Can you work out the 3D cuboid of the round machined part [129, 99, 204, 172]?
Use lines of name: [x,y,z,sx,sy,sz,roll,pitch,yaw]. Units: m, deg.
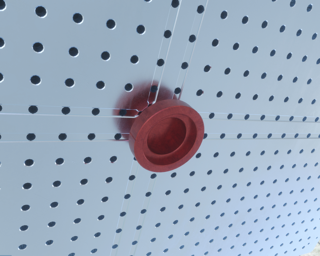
round machined part: [0.005,0.006,0.405,0.099,0.042,0.097,-14,124,-21]
